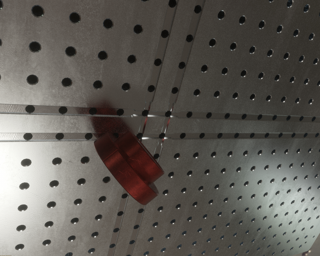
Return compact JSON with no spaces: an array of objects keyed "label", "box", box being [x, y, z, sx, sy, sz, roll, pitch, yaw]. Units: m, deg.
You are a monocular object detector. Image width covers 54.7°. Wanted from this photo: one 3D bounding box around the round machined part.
[{"label":"round machined part","box":[-0.031,0.041,0.373,0.042,0.098,0.098,-39,130,-2]}]
